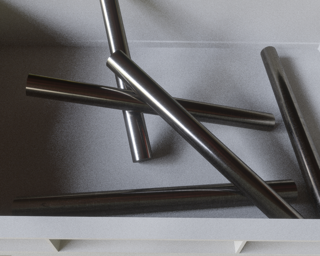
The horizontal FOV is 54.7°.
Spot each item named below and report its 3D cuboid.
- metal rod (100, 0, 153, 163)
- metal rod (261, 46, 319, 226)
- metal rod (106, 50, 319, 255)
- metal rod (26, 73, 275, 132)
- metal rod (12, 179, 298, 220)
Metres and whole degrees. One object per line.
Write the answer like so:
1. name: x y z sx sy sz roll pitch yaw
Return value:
1. metal rod: -0.053 -0.103 0.409 0.025 0.025 0.299 -11 77 -9
2. metal rod: 0.180 -0.010 0.415 0.025 0.025 0.300 0 50 0
3. metal rod: 0.055 0.022 0.331 0.300 0.025 0.025 43 61 10
4. metal rod: 0.002 -0.027 0.375 0.302 0.025 0.025 8 49 -15
5. metal rod: -0.002 0.078 0.339 0.302 0.025 0.025 -3 50 -3
